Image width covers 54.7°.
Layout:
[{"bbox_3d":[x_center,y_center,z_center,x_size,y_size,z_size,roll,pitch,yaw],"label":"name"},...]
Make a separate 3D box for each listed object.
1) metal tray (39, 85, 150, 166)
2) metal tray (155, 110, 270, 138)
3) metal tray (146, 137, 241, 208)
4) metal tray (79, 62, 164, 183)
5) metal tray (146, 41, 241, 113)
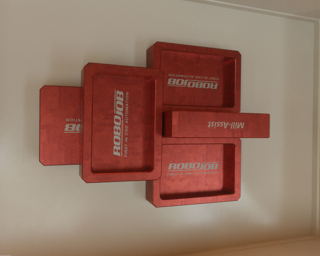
[{"bbox_3d":[-0.076,-0.003,0.377,0.131,0.030,0.089,0,90,-21],"label":"metal tray"},{"bbox_3d":[0.061,-0.004,0.397,0.131,0.090,0.030,1,90,-20],"label":"metal tray"},{"bbox_3d":[0.048,0.056,0.425,0.131,0.030,0.089,1,90,-21],"label":"metal tray"},{"bbox_3d":[-0.044,-0.005,0.358,0.091,0.030,0.129,1,90,-21],"label":"metal tray"},{"bbox_3d":[0.048,-0.064,0.425,0.131,0.030,0.089,1,90,-21],"label":"metal tray"}]
